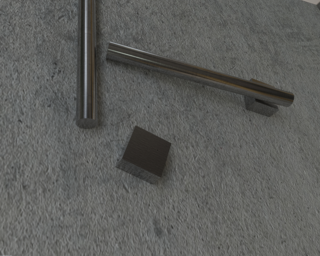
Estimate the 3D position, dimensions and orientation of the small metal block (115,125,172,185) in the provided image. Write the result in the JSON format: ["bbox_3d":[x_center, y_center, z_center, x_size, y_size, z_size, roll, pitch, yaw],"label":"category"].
[{"bbox_3d":[-0.019,0.032,0.375,0.050,0.025,0.050,28,52,-11],"label":"small metal block"}]

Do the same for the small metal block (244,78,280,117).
[{"bbox_3d":[0.173,-0.052,0.531,0.050,0.025,0.050,16,55,-20],"label":"small metal block"}]

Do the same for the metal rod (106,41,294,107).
[{"bbox_3d":[0.069,-0.078,0.471,0.302,0.025,0.025,12,56,-15],"label":"metal rod"}]

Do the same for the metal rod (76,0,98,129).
[{"bbox_3d":[-0.102,-0.136,0.432,0.025,0.025,0.299,7,59,-25],"label":"metal rod"}]
